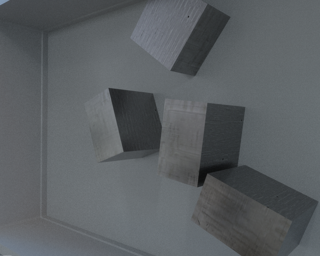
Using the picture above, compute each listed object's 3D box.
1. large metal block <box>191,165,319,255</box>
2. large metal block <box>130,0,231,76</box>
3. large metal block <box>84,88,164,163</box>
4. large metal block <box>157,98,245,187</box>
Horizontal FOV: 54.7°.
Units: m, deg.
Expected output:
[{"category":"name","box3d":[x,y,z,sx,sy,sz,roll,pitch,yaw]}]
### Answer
[{"category":"large metal block","box3d":[0.091,0.079,0.296,0.080,0.081,0.050,27,107,36]},{"category":"large metal block","box3d":[0.022,-0.120,0.373,0.080,0.050,0.080,45,117,30]},{"category":"large metal block","box3d":[-0.044,-0.002,0.407,0.050,0.081,0.080,-24,75,37]},{"category":"large metal block","box3d":[0.046,0.013,0.333,0.050,0.081,0.079,10,97,39]}]
